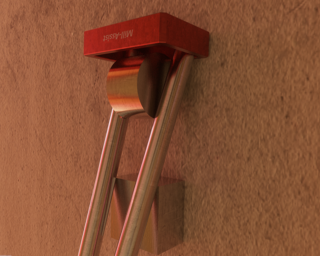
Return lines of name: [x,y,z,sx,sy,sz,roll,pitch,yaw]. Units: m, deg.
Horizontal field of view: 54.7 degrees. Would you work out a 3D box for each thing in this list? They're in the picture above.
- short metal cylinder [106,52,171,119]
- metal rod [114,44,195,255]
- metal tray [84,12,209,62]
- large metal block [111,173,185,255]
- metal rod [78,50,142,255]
short metal cylinder: [-0.019,-0.051,0.385,0.050,0.081,0.079,3,92,39]
metal rod: [-0.010,0.045,0.352,0.025,0.025,0.299,11,82,39]
metal tray: [-0.018,-0.102,0.377,0.130,0.091,0.030,3,92,39]
large metal block: [-0.017,0.105,0.399,0.080,0.050,0.079,2,92,39]
metal rod: [-0.064,0.042,0.397,0.025,0.025,0.299,3,76,39]
